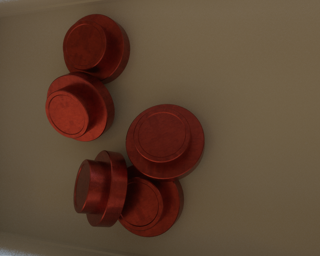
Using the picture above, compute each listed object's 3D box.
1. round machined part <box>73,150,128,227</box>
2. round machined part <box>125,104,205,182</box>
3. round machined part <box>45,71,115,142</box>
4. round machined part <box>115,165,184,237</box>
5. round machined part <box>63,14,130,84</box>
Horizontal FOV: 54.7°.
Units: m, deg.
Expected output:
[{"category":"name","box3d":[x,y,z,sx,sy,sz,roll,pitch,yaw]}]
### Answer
[{"category":"round machined part","box3d":[-0.082,0.077,0.401,0.098,0.042,0.098,-33,50,53]},{"category":"round machined part","box3d":[0.005,0.014,0.382,0.098,0.042,0.098,-3,69,8]},{"category":"round machined part","box3d":[-0.115,-0.025,0.424,0.098,0.042,0.097,9,116,19]},{"category":"round machined part","box3d":[-0.021,0.096,0.409,0.098,0.042,0.097,0,90,20]},{"category":"round machined part","box3d":[-0.096,-0.112,0.435,0.098,0.042,0.097,0,90,20]}]
